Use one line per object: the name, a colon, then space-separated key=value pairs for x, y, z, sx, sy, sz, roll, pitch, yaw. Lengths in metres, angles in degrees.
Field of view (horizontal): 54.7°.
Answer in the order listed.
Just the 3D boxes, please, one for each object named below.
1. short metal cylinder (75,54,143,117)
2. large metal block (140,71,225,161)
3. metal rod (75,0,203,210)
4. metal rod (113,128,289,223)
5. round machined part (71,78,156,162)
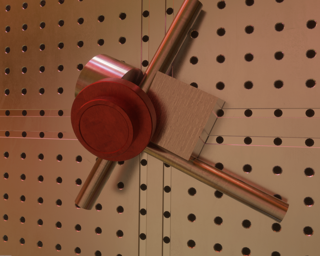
short metal cylinder: x=-0.064 y=-0.050 z=0.404 sx=0.050 sy=0.080 sz=0.080 roll=26 pitch=99 yaw=18
large metal block: x=0.023 y=-0.015 z=0.387 sx=0.080 sy=0.050 sz=0.080 roll=27 pitch=99 yaw=17
metal rod: x=-0.028 y=-0.030 z=0.401 sx=0.025 sy=0.025 sz=0.299 roll=29 pitch=92 yaw=17
metal rod: x=0.016 y=0.037 z=0.405 sx=0.301 sy=0.025 sz=0.025 roll=26 pitch=99 yaw=17
round machined part: x=-0.057 y=-0.005 z=0.353 sx=0.098 sy=0.042 sz=0.097 roll=4 pitch=111 yaw=11
